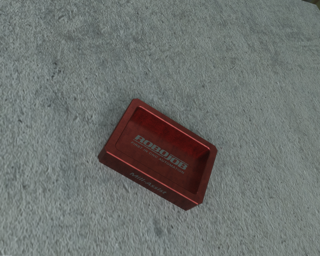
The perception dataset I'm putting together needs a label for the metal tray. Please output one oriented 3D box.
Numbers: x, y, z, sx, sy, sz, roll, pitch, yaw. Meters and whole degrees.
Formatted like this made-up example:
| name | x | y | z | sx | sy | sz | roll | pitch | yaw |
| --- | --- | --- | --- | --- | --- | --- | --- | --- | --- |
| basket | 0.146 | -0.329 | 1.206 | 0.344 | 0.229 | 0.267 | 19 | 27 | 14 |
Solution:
| name | x | y | z | sx | sy | sz | roll | pitch | yaw |
| --- | --- | --- | --- | --- | --- | --- | --- | --- | --- |
| metal tray | 0.002 | 0.032 | 0.385 | 0.130 | 0.030 | 0.090 | 31 | 51 | -8 |
